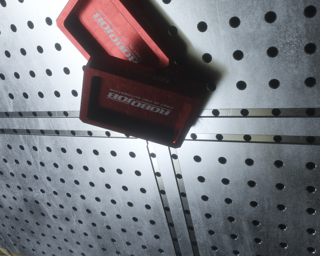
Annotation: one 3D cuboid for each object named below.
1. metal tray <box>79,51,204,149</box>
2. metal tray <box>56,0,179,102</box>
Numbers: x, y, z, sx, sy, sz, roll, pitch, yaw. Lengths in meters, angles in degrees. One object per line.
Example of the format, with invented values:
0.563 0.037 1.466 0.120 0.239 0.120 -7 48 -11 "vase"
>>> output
-0.024 -0.029 0.366 0.131 0.030 0.089 16 137 -5 "metal tray"
-0.052 -0.106 0.367 0.130 0.030 0.090 49 128 -7 "metal tray"
